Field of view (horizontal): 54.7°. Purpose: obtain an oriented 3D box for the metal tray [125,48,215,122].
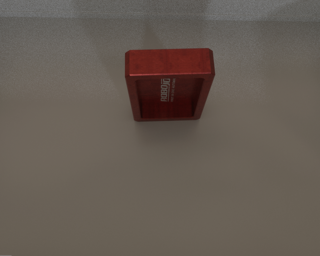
[{"bbox_3d":[0.010,-0.045,0.371,0.091,0.130,0.030,-2,70,-1],"label":"metal tray"}]
